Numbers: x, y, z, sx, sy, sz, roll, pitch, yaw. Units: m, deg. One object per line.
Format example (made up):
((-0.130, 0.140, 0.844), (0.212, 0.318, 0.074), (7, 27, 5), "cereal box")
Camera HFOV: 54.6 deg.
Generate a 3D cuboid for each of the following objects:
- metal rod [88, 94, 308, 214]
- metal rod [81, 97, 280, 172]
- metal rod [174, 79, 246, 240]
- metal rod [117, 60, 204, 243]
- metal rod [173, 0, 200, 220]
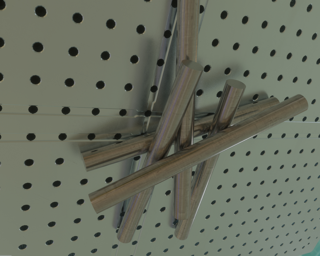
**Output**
((0.057, 0.027, 0.389), (0.302, 0.025, 0.025), (-24, 127, -12), "metal rod")
((0.042, 0.003, 0.435), (0.302, 0.025, 0.025), (-16, 125, -19), "metal rod")
((0.066, 0.066, 0.464), (0.025, 0.025, 0.298), (-6, 128, -26), "metal rod")
((-0.010, 0.052, 0.407), (0.025, 0.025, 0.298), (1, 127, -29), "metal rod")
((0.031, -0.012, 0.392), (0.025, 0.025, 0.298), (-10, 115, -23), "metal rod")
